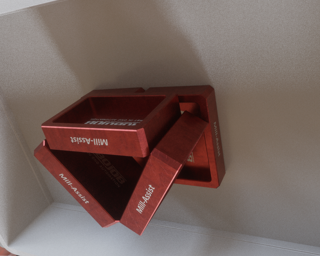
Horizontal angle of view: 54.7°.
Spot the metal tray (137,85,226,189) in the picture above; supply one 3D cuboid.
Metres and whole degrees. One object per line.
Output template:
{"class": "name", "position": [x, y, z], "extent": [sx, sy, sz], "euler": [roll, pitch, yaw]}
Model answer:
{"class": "metal tray", "position": [0.029, 0.012, 0.396], "extent": [0.090, 0.030, 0.129], "euler": [1, 118, 28]}

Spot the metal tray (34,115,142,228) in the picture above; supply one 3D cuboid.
{"class": "metal tray", "position": [-0.082, 0.050, 0.399], "extent": [0.130, 0.090, 0.030], "euler": [49, 129, -7]}

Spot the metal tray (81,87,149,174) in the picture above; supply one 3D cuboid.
{"class": "metal tray", "position": [-0.052, 0.010, 0.439], "extent": [0.090, 0.030, 0.129], "euler": [1, 118, 28]}

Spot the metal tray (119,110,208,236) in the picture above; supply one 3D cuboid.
{"class": "metal tray", "position": [0.003, 0.052, 0.355], "extent": [0.030, 0.090, 0.129], "euler": [31, 129, 8]}

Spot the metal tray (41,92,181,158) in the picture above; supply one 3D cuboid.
{"class": "metal tray", "position": [-0.053, -0.008, 0.347], "extent": [0.130, 0.090, 0.030], "euler": [2, 120, 27]}
